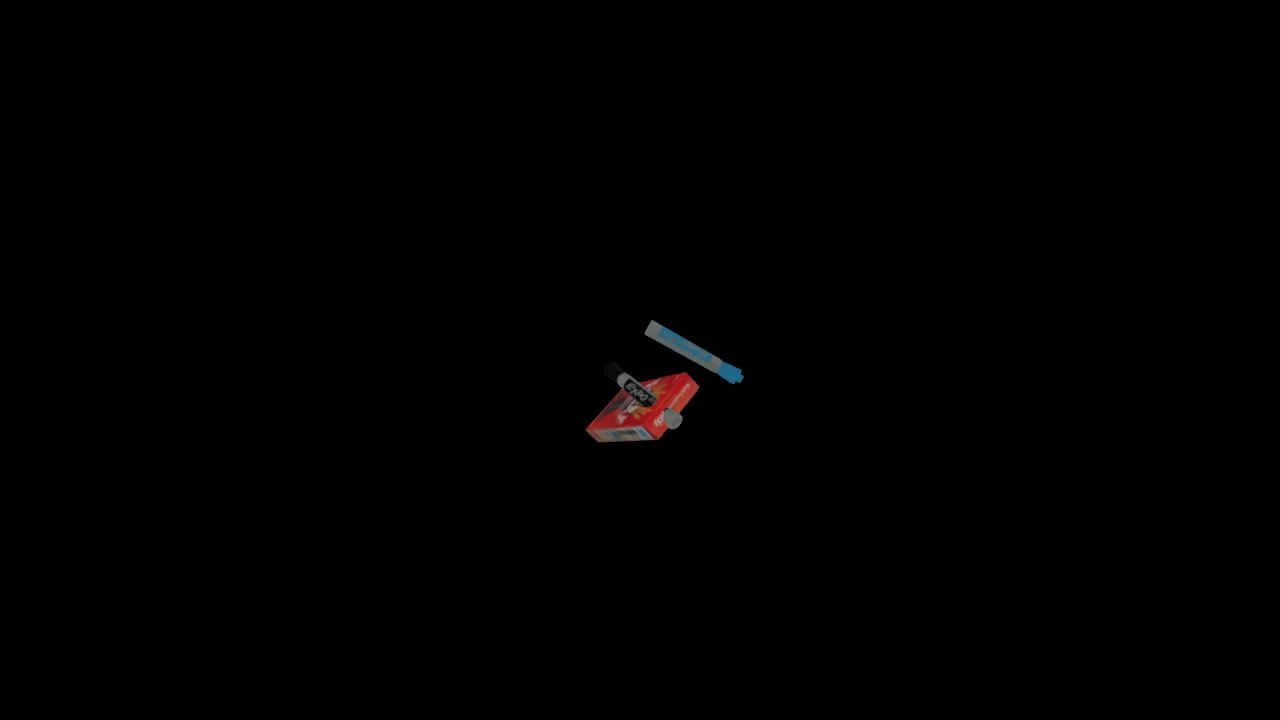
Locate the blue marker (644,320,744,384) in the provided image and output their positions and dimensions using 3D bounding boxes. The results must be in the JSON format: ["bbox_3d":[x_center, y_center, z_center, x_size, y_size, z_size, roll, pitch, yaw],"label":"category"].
[{"bbox_3d":[0.062,-0.007,0.691,0.121,0.020,0.020,30,2,4],"label":"blue marker"}]

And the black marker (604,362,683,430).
[{"bbox_3d":[0.000,0.036,0.682,0.020,0.020,0.121,0,29,-47],"label":"black marker"}]

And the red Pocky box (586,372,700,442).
[{"bbox_3d":[0.000,0.058,0.721,0.083,0.028,0.155,-48,15,-26],"label":"red Pocky box"}]
